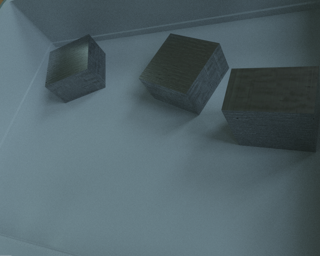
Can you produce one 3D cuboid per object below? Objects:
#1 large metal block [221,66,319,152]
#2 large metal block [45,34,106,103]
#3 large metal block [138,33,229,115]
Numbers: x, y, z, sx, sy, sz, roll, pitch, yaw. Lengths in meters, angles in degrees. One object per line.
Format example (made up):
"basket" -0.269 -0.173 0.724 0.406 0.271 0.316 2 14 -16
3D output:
"large metal block" 0.118 -0.018 0.319 0.080 0.080 0.050 4 64 30
"large metal block" -0.140 -0.099 0.521 0.080 0.050 0.080 -18 55 17
"large metal block" 0.033 -0.074 0.417 0.080 0.050 0.080 24 75 36
